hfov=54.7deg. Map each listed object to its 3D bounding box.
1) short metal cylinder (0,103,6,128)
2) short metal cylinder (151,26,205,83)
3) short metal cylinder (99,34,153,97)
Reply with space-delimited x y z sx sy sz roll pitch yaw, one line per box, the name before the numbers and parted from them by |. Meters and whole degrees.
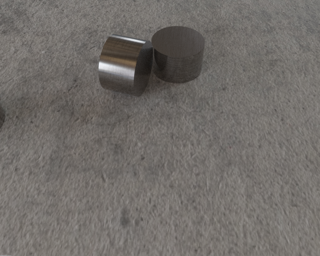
short metal cylinder | -0.253 -0.023 0.403 0.081 0.050 0.080 0 50 0
short metal cylinder | 0.027 -0.115 0.484 0.081 0.050 0.080 0 50 0
short metal cylinder | -0.046 -0.089 0.442 0.050 0.080 0.080 14 51 11
